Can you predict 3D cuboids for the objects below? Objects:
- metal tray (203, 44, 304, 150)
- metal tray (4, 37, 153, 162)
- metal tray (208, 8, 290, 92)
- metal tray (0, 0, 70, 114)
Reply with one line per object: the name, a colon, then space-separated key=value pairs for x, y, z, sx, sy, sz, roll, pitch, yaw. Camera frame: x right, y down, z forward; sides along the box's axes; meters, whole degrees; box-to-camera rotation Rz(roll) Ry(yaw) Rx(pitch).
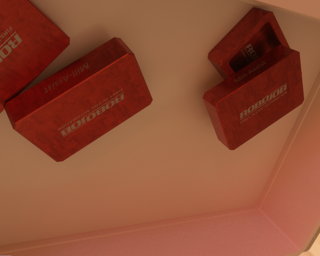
metal tray: x=0.129 y=-0.039 z=0.414 sx=0.131 sy=0.030 sz=0.090 roll=-33 pitch=129 yaw=-7
metal tray: x=-0.078 y=-0.026 z=0.329 sx=0.130 sy=0.030 sz=0.090 roll=-34 pitch=150 yaw=-7
metal tray: x=0.135 y=-0.086 z=0.428 sx=0.090 sy=0.030 sz=0.130 roll=-46 pitch=130 yaw=4
metal tray: x=-0.155 y=-0.061 z=0.264 sx=0.130 sy=0.030 sz=0.090 roll=-44 pitch=150 yaw=2
